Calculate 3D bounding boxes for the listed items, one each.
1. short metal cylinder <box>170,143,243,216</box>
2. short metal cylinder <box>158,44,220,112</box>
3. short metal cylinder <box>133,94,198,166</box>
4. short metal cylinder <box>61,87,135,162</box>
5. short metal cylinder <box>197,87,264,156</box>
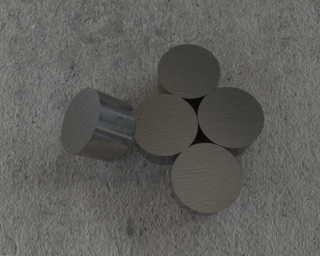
[{"bbox_3d":[0.053,0.063,0.373,0.081,0.050,0.080,0,70,0],"label":"short metal cylinder"},{"bbox_3d":[0.037,-0.065,0.420,0.081,0.050,0.080,0,70,0],"label":"short metal cylinder"},{"bbox_3d":[0.005,0.003,0.395,0.081,0.050,0.080,0,70,0],"label":"short metal cylinder"},{"bbox_3d":[-0.076,-0.003,0.375,0.080,0.050,0.080,-20,61,40],"label":"short metal cylinder"},{"bbox_3d":[0.086,-0.006,0.399,0.081,0.050,0.080,0,70,0],"label":"short metal cylinder"}]
